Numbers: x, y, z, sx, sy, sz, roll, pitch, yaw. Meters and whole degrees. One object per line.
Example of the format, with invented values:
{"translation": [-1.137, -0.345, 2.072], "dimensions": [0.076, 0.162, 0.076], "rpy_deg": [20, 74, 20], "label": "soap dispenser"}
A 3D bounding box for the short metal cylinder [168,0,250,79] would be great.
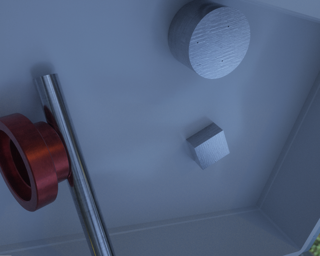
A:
{"translation": [0.056, -0.104, 0.361], "dimensions": [0.081, 0.050, 0.079], "rpy_deg": [-14, 125, -21], "label": "short metal cylinder"}

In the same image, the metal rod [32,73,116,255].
{"translation": [-0.079, 0.089, 0.342], "dimensions": [0.025, 0.025, 0.298], "rpy_deg": [-18, 101, -18], "label": "metal rod"}

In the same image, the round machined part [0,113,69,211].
{"translation": [-0.130, 0.031, 0.315], "dimensions": [0.042, 0.098, 0.097], "rpy_deg": [-24, 131, -41], "label": "round machined part"}

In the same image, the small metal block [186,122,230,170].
{"translation": [0.073, 0.028, 0.468], "dimensions": [0.050, 0.025, 0.050], "rpy_deg": [-31, 129, -8], "label": "small metal block"}
